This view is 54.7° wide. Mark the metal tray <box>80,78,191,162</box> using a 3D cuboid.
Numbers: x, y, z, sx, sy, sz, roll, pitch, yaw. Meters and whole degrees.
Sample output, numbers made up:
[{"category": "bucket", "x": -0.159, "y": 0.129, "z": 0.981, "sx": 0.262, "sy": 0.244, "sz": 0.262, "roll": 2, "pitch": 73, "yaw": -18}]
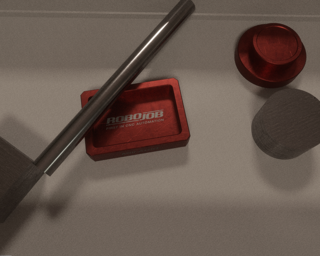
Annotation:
[{"category": "metal tray", "x": -0.033, "y": -0.012, "z": 0.410, "sx": 0.131, "sy": 0.030, "sz": 0.090, "roll": -9, "pitch": 70, "yaw": -4}]

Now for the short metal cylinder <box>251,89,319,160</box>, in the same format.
[{"category": "short metal cylinder", "x": 0.165, "y": -0.004, "z": 0.400, "sx": 0.081, "sy": 0.050, "sz": 0.080, "roll": 0, "pitch": 70, "yaw": 0}]

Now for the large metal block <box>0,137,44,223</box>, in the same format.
[{"category": "large metal block", "x": -0.202, "y": 0.056, "z": 0.373, "sx": 0.080, "sy": 0.050, "sz": 0.080, "roll": 33, "pitch": 73, "yaw": 11}]

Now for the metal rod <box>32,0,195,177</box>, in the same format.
[{"category": "metal rod", "x": -0.048, "y": -0.065, "z": 0.400, "sx": 0.025, "sy": 0.025, "sz": 0.300, "roll": 34, "pitch": 72, "yaw": 11}]

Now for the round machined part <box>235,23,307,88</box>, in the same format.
[{"category": "round machined part", "x": 0.161, "y": -0.110, "z": 0.443, "sx": 0.099, "sy": 0.042, "sz": 0.098, "roll": 0, "pitch": 70, "yaw": -1}]
